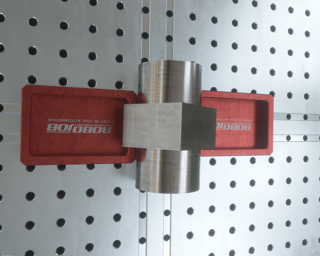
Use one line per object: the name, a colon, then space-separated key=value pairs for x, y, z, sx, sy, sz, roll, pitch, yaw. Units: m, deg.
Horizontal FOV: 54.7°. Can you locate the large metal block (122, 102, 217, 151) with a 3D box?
large metal block: x=0.013 y=-0.001 z=0.373 sx=0.080 sy=0.080 sz=0.050 roll=3 pitch=88 yaw=-54

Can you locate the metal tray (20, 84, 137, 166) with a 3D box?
metal tray: x=-0.095 y=-0.002 z=0.374 sx=0.131 sy=0.030 sz=0.089 roll=1 pitch=90 yaw=-20

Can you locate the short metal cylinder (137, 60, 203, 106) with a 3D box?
short metal cylinder: x=0.012 y=-0.051 z=0.387 sx=0.081 sy=0.080 sz=0.050 roll=1 pitch=90 yaw=-20

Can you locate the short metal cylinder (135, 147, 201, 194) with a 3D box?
short metal cylinder: x=0.010 y=0.049 z=0.387 sx=0.081 sy=0.080 sz=0.050 roll=2 pitch=90 yaw=-20

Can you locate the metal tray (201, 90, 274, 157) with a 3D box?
metal tray: x=0.101 y=-0.006 z=0.447 sx=0.131 sy=0.030 sz=0.089 roll=1 pitch=90 yaw=-20
